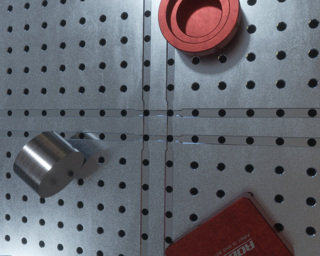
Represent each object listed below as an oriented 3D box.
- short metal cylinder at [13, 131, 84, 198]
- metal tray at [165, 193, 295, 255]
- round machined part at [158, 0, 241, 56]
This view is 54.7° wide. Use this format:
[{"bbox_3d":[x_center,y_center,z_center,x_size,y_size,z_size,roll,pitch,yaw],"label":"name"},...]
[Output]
[{"bbox_3d":[-0.155,0.051,0.438,0.050,0.080,0.080,36,102,16],"label":"short metal cylinder"},{"bbox_3d":[0.083,0.152,0.381,0.130,0.030,0.090,-40,78,15],"label":"metal tray"},{"bbox_3d":[0.051,-0.138,0.386,0.098,0.042,0.097,0,90,20],"label":"round machined part"}]
